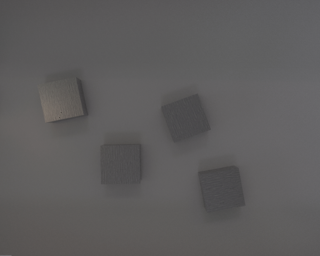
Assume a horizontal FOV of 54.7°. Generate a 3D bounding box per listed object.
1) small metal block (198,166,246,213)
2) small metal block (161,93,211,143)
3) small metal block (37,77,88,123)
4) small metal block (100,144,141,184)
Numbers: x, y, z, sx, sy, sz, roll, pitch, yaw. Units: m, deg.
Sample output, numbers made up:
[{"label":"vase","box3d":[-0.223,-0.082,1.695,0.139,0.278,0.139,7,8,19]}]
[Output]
[{"label":"small metal block","box3d":[0.081,0.080,0.412,0.050,0.025,0.050,-10,90,0]},{"label":"small metal block","box3d":[0.034,-0.013,0.411,0.050,0.025,0.050,-20,90,0]},{"label":"small metal block","box3d":[-0.128,-0.036,0.410,0.050,0.025,0.050,-12,90,0]},{"label":"small metal block","box3d":[-0.051,0.047,0.411,0.050,0.025,0.050,-1,90,0]}]
